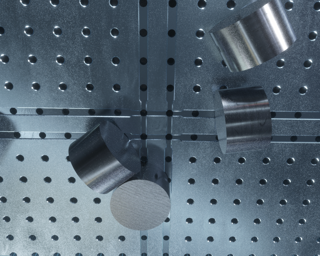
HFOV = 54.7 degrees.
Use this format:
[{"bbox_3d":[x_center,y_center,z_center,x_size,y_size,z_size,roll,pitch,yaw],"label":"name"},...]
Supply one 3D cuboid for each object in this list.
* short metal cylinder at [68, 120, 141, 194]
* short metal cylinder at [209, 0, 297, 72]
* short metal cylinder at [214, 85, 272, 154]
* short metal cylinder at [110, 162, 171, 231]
[{"bbox_3d":[-0.069,0.037,0.397,0.050,0.080,0.080,-36,107,12],"label":"short metal cylinder"},{"bbox_3d":[0.102,-0.105,0.346,0.080,0.080,0.050,-29,108,10],"label":"short metal cylinder"},{"bbox_3d":[0.099,-0.010,0.381,0.050,0.080,0.079,-7,110,2],"label":"short metal cylinder"},{"bbox_3d":[-0.026,0.095,0.435,0.081,0.050,0.079,0,110,0],"label":"short metal cylinder"}]
